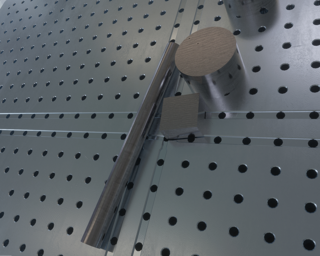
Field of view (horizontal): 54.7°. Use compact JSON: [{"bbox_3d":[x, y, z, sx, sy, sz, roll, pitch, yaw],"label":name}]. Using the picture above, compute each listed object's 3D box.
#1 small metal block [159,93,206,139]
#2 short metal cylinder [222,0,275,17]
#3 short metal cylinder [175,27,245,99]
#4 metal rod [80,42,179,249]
[{"bbox_3d":[0.030,-0.015,0.402,0.050,0.025,0.050,-6,59,25],"label":"small metal block"},{"bbox_3d":[0.128,-0.212,0.455,0.080,0.050,0.080,-13,56,21],"label":"short metal cylinder"},{"bbox_3d":[0.066,-0.086,0.410,0.080,0.050,0.080,-13,56,21],"label":"short metal cylinder"},{"bbox_3d":[-0.030,0.008,0.418,0.025,0.025,0.300,8,66,32],"label":"metal rod"}]
